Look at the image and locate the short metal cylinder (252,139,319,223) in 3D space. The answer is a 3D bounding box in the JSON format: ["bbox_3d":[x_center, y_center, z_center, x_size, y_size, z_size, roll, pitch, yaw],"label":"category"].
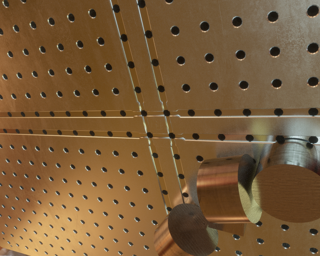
[{"bbox_3d":[0.150,0.060,0.353,0.080,0.050,0.079,13,124,21],"label":"short metal cylinder"}]

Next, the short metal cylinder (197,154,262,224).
[{"bbox_3d":[0.086,0.074,0.376,0.050,0.080,0.080,-13,112,33],"label":"short metal cylinder"}]

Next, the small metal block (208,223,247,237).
[{"bbox_3d":[0.095,0.119,0.435,0.050,0.025,0.050,8,122,24],"label":"small metal block"}]

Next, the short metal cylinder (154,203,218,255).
[{"bbox_3d":[0.038,0.159,0.454,0.080,0.080,0.050,35,129,5],"label":"short metal cylinder"}]
